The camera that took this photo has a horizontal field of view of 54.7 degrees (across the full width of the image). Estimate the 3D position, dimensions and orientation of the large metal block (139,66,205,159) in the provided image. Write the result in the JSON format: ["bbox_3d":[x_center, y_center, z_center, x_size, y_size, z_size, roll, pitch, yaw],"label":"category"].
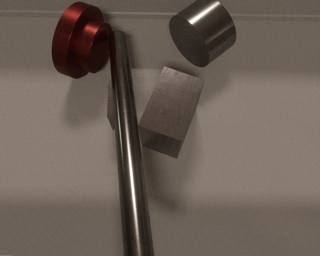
[{"bbox_3d":[0.014,-0.016,0.386,0.050,0.080,0.080,20,71,7],"label":"large metal block"}]

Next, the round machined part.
[{"bbox_3d":[-0.096,-0.111,0.410,0.042,0.098,0.098,21,71,7],"label":"round machined part"}]

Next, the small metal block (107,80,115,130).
[{"bbox_3d":[-0.052,-0.029,0.406,0.025,0.050,0.050,-2,70,-1],"label":"small metal block"}]

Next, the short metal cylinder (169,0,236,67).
[{"bbox_3d":[0.058,-0.132,0.429,0.050,0.080,0.080,-39,75,-13],"label":"short metal cylinder"}]

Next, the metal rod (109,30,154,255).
[{"bbox_3d":[-0.036,-0.001,0.333,0.025,0.025,0.299,-8,55,-3],"label":"metal rod"}]
